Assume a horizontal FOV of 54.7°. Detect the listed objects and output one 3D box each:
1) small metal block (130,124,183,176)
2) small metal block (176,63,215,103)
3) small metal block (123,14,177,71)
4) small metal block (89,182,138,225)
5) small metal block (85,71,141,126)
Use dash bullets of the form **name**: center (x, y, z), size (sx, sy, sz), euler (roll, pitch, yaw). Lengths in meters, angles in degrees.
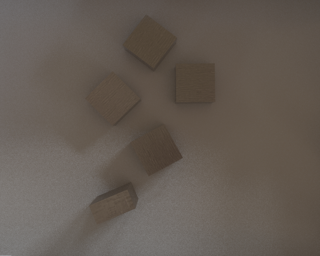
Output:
- **small metal block**: center (-0.004, 0.028, 0.411), size (0.050, 0.025, 0.050), euler (-28, 90, 0)
- **small metal block**: center (0.046, -0.058, 0.412), size (0.050, 0.025, 0.050), euler (-1, 90, 0)
- **small metal block**: center (-0.013, -0.112, 0.411), size (0.050, 0.025, 0.050), euler (37, 90, 0)
- **small metal block**: center (-0.058, 0.095, 0.398), size (0.050, 0.050, 0.025), euler (-23, 90, 0)
- **small metal block**: center (-0.061, -0.038, 0.411), size (0.050, 0.025, 0.050), euler (-45, 90, 0)
